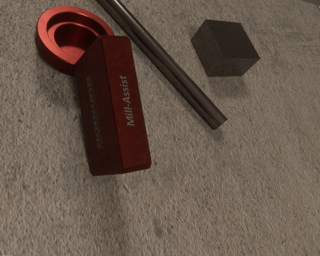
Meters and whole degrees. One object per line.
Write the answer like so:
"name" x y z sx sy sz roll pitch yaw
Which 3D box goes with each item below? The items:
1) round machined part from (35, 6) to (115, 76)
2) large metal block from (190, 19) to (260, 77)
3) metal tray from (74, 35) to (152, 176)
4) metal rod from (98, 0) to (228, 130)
"round machined part" -0.109 -0.106 0.400 0.099 0.042 0.098 14 56 -21
"large metal block" 0.111 -0.136 0.533 0.081 0.050 0.080 -7 65 -32
"metal tray" -0.053 -0.018 0.321 0.030 0.090 0.129 -7 84 -32
"metal rod" -0.008 -0.117 0.472 0.300 0.025 0.025 49 51 6
